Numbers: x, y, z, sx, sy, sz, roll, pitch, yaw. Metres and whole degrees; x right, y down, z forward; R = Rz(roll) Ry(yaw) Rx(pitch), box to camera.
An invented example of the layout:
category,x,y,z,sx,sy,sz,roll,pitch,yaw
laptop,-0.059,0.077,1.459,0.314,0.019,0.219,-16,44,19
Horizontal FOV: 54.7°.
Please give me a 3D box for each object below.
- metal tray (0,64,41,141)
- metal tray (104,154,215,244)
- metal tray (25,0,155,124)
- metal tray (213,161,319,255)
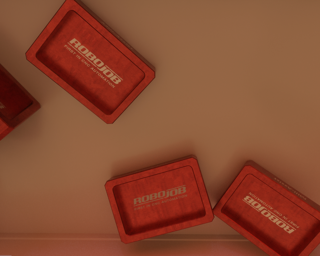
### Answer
category,x,y,z,sx,sy,sz,roll,pitch,yaw
metal tray,-0.209,-0.052,0.355,0.030,0.090,0.130,-37,106,12
metal tray,0.000,0.098,0.429,0.131,0.030,0.090,-17,90,5
metal tray,-0.081,-0.079,0.378,0.130,0.030,0.090,40,105,-14
metal tray,0.151,0.117,0.425,0.130,0.030,0.090,35,108,14
